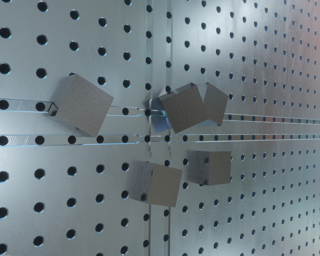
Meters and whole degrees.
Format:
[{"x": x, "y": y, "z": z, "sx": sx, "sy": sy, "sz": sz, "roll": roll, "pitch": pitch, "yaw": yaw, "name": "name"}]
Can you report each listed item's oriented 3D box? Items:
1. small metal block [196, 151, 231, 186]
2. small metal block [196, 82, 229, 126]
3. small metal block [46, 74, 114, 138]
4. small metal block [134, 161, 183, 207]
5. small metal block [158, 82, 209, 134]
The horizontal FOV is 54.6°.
[{"x": 0.083, "y": 0.060, "z": 0.478, "sx": 0.050, "sy": 0.025, "sz": 0.050, "roll": 3, "pitch": 88, "yaw": -40, "name": "small metal block"}, {"x": 0.074, "y": -0.035, "z": 0.470, "sx": 0.050, "sy": 0.025, "sz": 0.050, "roll": 26, "pitch": 74, "yaw": -37, "name": "small metal block"}, {"x": -0.086, "y": -0.023, "z": 0.337, "sx": 0.050, "sy": 0.025, "sz": 0.050, "roll": 33, "pitch": 70, "yaw": -35, "name": "small metal block"}, {"x": -0.001, "y": 0.074, "z": 0.407, "sx": 0.050, "sy": 0.025, "sz": 0.050, "roll": 20, "pitch": 78, "yaw": -38, "name": "small metal block"}, {"x": 0.032, "y": -0.027, "z": 0.419, "sx": 0.050, "sy": 0.025, "sz": 0.050, "roll": -24, "pitch": 109, "yaw": -3, "name": "small metal block"}]
